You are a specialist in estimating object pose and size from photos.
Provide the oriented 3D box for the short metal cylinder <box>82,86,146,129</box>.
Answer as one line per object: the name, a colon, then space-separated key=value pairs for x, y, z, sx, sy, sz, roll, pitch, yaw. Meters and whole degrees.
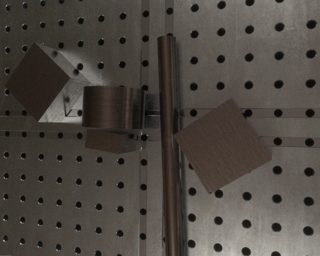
short metal cylinder: x=-0.060 y=-0.025 z=0.403 sx=0.080 sy=0.080 sz=0.050 roll=3 pitch=91 yaw=19

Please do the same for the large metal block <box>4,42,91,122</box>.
large metal block: x=-0.165 y=-0.064 z=0.456 sx=0.080 sy=0.050 sz=0.080 roll=44 pitch=103 yaw=14

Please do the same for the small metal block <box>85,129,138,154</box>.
small metal block: x=-0.065 y=0.017 z=0.421 sx=0.050 sy=0.050 sz=0.025 roll=8 pitch=93 yaw=19

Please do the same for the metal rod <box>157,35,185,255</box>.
metal rod: x=0.015 y=0.031 z=0.406 sx=0.025 sy=0.025 sz=0.298 roll=-2 pitch=89 yaw=19

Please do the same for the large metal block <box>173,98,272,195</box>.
large metal block: x=0.076 y=0.021 z=0.372 sx=0.080 sy=0.050 sz=0.080 roll=-34 pitch=79 yaw=16
